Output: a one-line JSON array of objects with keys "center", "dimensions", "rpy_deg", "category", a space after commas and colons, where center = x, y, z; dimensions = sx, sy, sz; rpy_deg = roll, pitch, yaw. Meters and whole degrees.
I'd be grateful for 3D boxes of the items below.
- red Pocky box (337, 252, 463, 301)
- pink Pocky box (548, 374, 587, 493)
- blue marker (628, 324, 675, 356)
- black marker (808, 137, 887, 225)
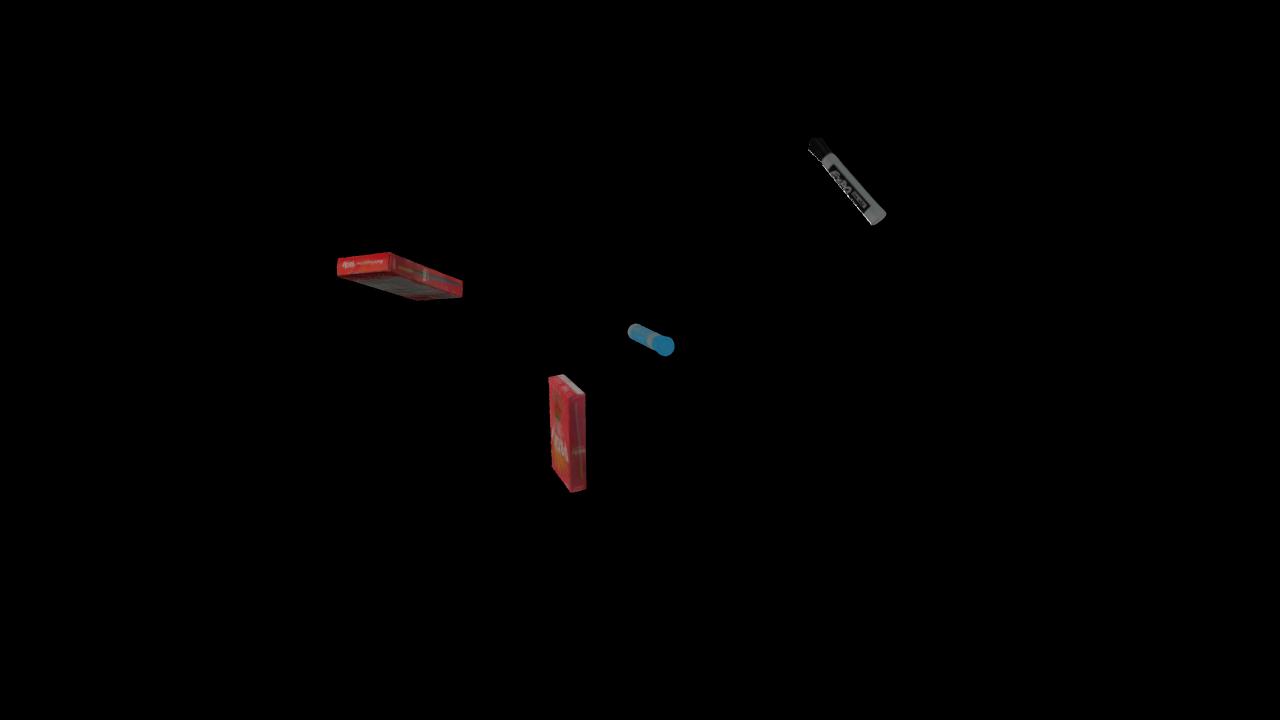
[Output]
[{"center": [-0.315, -0.109, 0.825], "dimensions": [0.083, 0.028, 0.155], "rpy_deg": [-1, -7, 18], "category": "red Pocky box"}, {"center": [-0.106, 0.107, 0.900], "dimensions": [0.029, 0.155, 0.084], "rpy_deg": [-9, 23, -25], "category": "pink Pocky box"}, {"center": [0.010, -0.022, 0.636], "dimensions": [0.020, 0.020, 0.121], "rpy_deg": [0, 9, -15], "category": "blue marker"}, {"center": [0.225, -0.199, 0.674], "dimensions": [0.020, 0.121, 0.020], "rpy_deg": [-30, -17, -10], "category": "black marker"}]
